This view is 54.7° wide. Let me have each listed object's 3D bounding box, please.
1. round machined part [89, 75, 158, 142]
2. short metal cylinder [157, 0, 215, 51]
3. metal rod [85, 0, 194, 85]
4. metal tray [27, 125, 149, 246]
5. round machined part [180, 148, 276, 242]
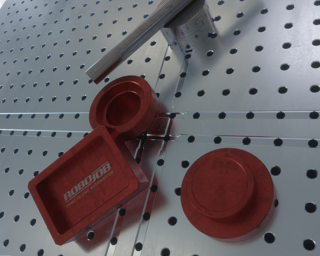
[{"bbox_3d":[-0.047,-0.023,0.435,0.098,0.042,0.098,-13,56,21],"label":"round machined part"},{"bbox_3d":[0.038,-0.165,0.474,0.080,0.050,0.080,-13,56,21],"label":"short metal cylinder"},{"bbox_3d":[0.015,-0.170,0.440,0.300,0.025,0.025,-41,51,-1],"label":"metal rod"},{"bbox_3d":[-0.090,0.070,0.380,0.130,0.030,0.090,-38,73,10],"label":"metal tray"},{"bbox_3d":[0.067,0.064,0.323,0.098,0.042,0.098,-13,56,21],"label":"round machined part"}]
